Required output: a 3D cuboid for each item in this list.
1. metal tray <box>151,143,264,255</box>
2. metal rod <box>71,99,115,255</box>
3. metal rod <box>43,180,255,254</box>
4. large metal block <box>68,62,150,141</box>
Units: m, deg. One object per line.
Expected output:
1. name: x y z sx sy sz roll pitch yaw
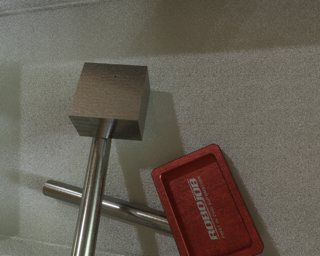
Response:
1. metal tray: 0.054 0.095 0.369 0.090 0.030 0.130 -25 71 10
2. metal rod: -0.081 0.090 0.363 0.025 0.025 0.299 -8 58 19
3. metal rod: -0.029 0.117 0.419 0.301 0.025 0.025 11 94 19
4. large metal block: -0.059 -0.033 0.390 0.080 0.050 0.080 4 60 5
